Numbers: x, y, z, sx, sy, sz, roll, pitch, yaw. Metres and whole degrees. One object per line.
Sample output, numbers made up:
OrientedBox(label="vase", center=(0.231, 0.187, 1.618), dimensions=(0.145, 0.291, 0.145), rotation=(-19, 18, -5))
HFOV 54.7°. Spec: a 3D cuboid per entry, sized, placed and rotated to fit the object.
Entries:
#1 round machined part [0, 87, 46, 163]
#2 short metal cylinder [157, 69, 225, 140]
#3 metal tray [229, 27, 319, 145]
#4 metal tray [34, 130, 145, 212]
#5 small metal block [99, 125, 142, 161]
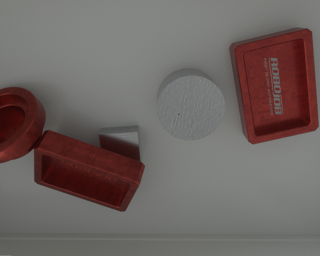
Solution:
OrientedBox(label="round machined part", center=(-0.186, 0.001, 0.380), dimensions=(0.098, 0.098, 0.042), rotation=(-14, 146, 4))
OrientedBox(label="short metal cylinder", center=(0.036, -0.031, 0.387), dimensions=(0.081, 0.050, 0.079), rotation=(0, 110, -1))
OrientedBox(label="metal tray", center=(0.145, -0.051, 0.391), dimensions=(0.090, 0.030, 0.129), rotation=(-13, 110, 4))
OrientedBox(label="metal tray", center=(-0.094, 0.060, 0.405), dimensions=(0.131, 0.030, 0.089), rotation=(20, 138, -6))
OrientedBox(label="small metal block", center=(-0.052, 0.026, 0.420), dimensions=(0.050, 0.025, 0.050), rotation=(-4, 110, 1))
